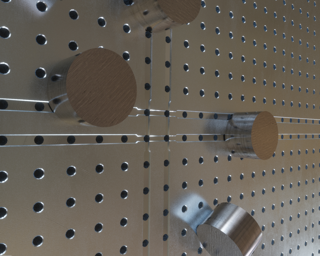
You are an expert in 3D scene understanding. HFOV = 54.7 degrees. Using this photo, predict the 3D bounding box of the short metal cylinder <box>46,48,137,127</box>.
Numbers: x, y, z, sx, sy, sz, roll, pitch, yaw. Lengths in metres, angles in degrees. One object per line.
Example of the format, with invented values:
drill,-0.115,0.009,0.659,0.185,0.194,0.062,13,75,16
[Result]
short metal cylinder,-0.072,-0.041,0.332,0.081,0.050,0.079,0,90,-40

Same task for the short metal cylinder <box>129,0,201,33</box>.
short metal cylinder,0.007,-0.168,0.398,0.081,0.050,0.079,0,90,-40

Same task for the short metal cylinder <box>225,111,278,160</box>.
short metal cylinder,0.156,0.012,0.523,0.081,0.050,0.079,0,90,-40

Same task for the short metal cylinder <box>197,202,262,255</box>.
short metal cylinder,0.102,0.158,0.459,0.050,0.080,0.080,-36,113,-34
